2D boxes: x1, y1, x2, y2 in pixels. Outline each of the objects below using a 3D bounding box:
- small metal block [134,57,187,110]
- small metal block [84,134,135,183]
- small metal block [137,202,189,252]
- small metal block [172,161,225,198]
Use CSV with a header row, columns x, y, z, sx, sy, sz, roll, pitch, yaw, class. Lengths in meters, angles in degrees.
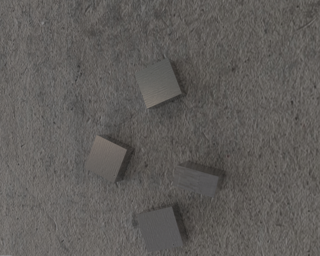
x,y,z,sx,sy,sz,roll,pitch,yaw,class
0.001,-0.057,0.409,0.050,0.025,0.050,-22,83,18,small metal block
-0.070,0.042,0.434,0.050,0.025,0.050,24,98,18,small metal block
0.004,0.130,0.408,0.050,0.025,0.050,-18,84,19,small metal block
0.049,0.061,0.378,0.050,0.050,0.025,13,95,19,small metal block
